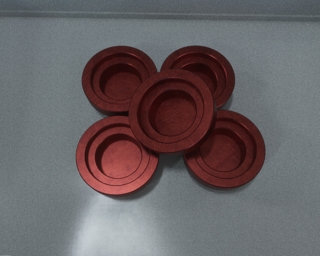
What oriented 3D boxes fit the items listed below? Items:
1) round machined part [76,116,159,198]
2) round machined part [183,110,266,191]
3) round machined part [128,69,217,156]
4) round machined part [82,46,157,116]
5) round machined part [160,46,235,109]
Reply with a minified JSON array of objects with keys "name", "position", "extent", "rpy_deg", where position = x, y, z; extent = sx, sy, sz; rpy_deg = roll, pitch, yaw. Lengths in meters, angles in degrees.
[{"name":"round machined part","position":[-0.050,0.037,0.385],"extent":[0.099,0.042,0.098],"rpy_deg":[0,70,-1]},{"name":"round machined part","position":[0.077,0.030,0.389],"extent":[0.099,0.042,0.098],"rpy_deg":[0,70,-1]},{"name":"round machined part","position":[0.017,-0.015,0.359],"extent":[0.098,0.042,0.098],"rpy_deg":[-5,74,17]},{"name":"round machined part","position":[-0.052,-0.058,0.419],"extent":[0.099,0.042,0.098],"rpy_deg":[0,70,-1]},{"name":"round machined part","position":[0.048,-0.059,0.421],"extent":[0.099,0.042,0.098],"rpy_deg":[0,70,-1]}]
